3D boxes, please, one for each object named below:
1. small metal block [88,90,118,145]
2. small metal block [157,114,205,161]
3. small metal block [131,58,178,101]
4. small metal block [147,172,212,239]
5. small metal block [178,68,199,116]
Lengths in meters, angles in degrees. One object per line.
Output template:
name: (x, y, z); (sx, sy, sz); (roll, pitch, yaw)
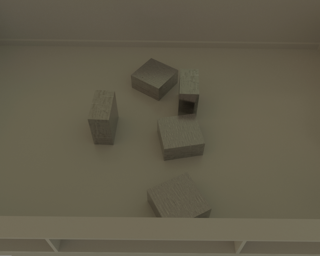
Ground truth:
small metal block: (-0.072, -0.013, 0.399); (0.025, 0.050, 0.050); (2, 50, 1)
small metal block: (0.025, 0.011, 0.396); (0.050, 0.025, 0.050); (-7, 51, -7)
small metal block: (-0.008, -0.074, 0.467); (0.050, 0.025, 0.050); (29, 55, 21)
small metal block: (0.020, 0.083, 0.336); (0.050, 0.025, 0.050); (-21, 53, -17)
small metal block: (0.039, -0.046, 0.428); (0.025, 0.050, 0.050); (3, 50, 2)
